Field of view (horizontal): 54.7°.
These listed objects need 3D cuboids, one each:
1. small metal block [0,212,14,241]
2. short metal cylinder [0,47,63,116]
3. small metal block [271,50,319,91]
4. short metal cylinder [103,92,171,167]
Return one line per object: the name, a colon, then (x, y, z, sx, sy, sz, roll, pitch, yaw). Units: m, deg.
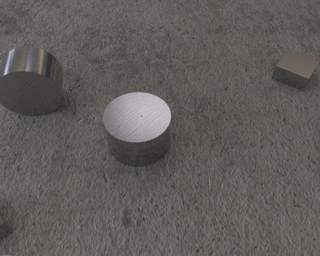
small metal block: (-0.190, 0.100, 0.317, 0.050, 0.025, 0.050, -35, 59, -26)
short metal cylinder: (-0.174, -0.061, 0.418, 0.081, 0.080, 0.050, -7, 51, -6)
small metal block: (0.210, -0.090, 0.481, 0.050, 0.025, 0.050, 29, 56, 22)
short metal cylinder: (-0.027, 0.001, 0.386, 0.081, 0.050, 0.080, 0, 50, 0)
